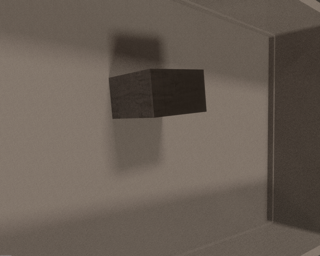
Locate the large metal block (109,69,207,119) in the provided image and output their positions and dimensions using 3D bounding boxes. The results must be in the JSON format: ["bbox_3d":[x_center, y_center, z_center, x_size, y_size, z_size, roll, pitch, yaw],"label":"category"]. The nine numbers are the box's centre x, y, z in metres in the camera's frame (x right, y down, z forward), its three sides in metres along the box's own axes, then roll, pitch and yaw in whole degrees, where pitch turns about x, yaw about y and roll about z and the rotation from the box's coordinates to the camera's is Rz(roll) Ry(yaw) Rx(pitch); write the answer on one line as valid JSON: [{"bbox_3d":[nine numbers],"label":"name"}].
[{"bbox_3d":[-0.003,-0.040,0.370,0.081,0.080,0.050,-8,96,-40],"label":"large metal block"}]
